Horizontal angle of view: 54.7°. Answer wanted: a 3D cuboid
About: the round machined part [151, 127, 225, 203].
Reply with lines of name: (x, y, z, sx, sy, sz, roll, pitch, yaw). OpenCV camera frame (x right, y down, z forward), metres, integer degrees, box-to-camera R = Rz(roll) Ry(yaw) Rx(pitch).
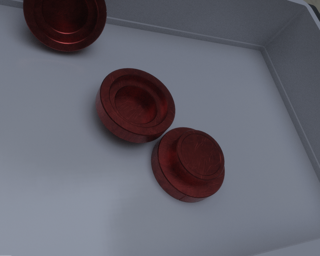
round machined part: (0.042, 0.041, 0.394, 0.099, 0.042, 0.098, 14, 56, -21)

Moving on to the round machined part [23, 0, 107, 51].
round machined part: (-0.121, -0.152, 0.396, 0.099, 0.097, 0.042, 4, 30, -27)

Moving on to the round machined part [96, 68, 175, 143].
round machined part: (-0.033, -0.024, 0.393, 0.099, 0.042, 0.098, 14, 56, -21)
